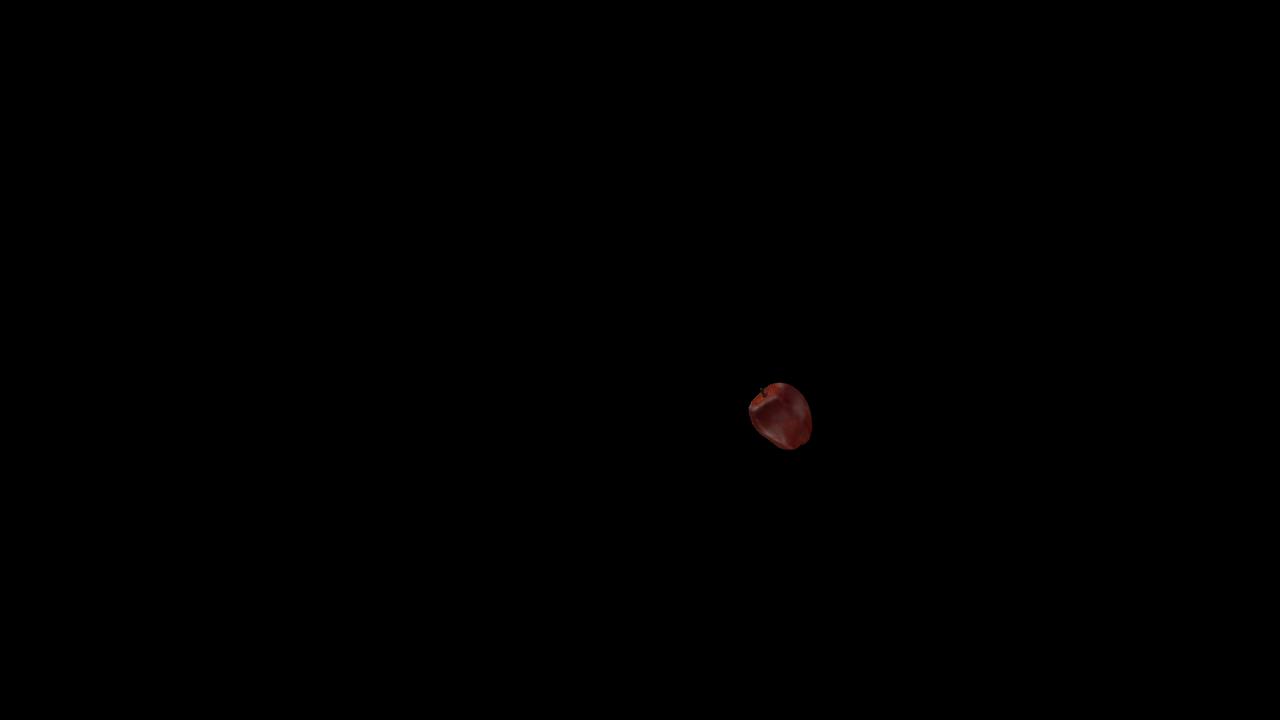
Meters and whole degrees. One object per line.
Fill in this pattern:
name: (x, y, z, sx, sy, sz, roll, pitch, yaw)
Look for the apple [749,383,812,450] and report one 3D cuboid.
apple: (0.191, 0.075, 0.831, 0.079, 0.093, 0.079, -39, 6, 5)
